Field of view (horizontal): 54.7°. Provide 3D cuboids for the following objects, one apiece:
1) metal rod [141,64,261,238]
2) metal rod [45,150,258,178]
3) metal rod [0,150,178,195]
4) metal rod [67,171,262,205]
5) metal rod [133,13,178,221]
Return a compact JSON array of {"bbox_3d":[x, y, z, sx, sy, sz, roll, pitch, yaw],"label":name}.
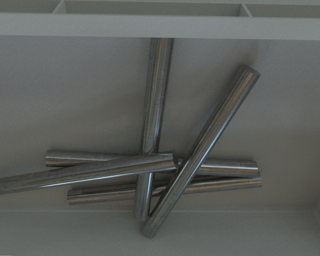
[{"bbox_3d":[0.043,0.050,0.424,0.025,0.025,0.298,19,120,-16],"label":"metal rod"},{"bbox_3d":[-0.009,0.052,0.452,0.302,0.025,0.025,3,130,-4],"label":"metal rod"},{"bbox_3d":[-0.123,0.066,0.428,0.301,0.025,0.025,-11,130,15],"label":"metal rod"},{"bbox_3d":[0.004,0.095,0.488,0.302,0.025,0.025,-6,130,5],"label":"metal rod"},{"bbox_3d":[-0.012,0.011,0.393,0.025,0.025,0.298,5,124,-5],"label":"metal rod"}]
